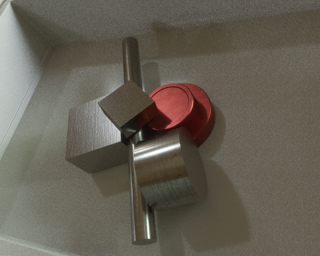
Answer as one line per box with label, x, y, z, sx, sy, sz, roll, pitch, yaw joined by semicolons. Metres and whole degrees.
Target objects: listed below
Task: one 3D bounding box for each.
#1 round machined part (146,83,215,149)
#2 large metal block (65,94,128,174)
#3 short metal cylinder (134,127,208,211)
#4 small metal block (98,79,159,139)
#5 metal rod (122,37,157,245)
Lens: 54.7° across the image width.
round machined part;0.017;-0.018;0.393;0.098;0.042;0.098;-13;56;20
large metal block;-0.076;0.006;0.419;0.080;0.050;0.080;-19;55;17
short metal cylinder;0.013;0.044;0.333;0.050;0.080;0.080;-19;55;17
small metal block;-0.038;-0.024;0.375;0.050;0.025;0.050;-38;57;-12
metal rod;-0.031;-0.008;0.396;0.025;0.025;0.299;-19;54;17
